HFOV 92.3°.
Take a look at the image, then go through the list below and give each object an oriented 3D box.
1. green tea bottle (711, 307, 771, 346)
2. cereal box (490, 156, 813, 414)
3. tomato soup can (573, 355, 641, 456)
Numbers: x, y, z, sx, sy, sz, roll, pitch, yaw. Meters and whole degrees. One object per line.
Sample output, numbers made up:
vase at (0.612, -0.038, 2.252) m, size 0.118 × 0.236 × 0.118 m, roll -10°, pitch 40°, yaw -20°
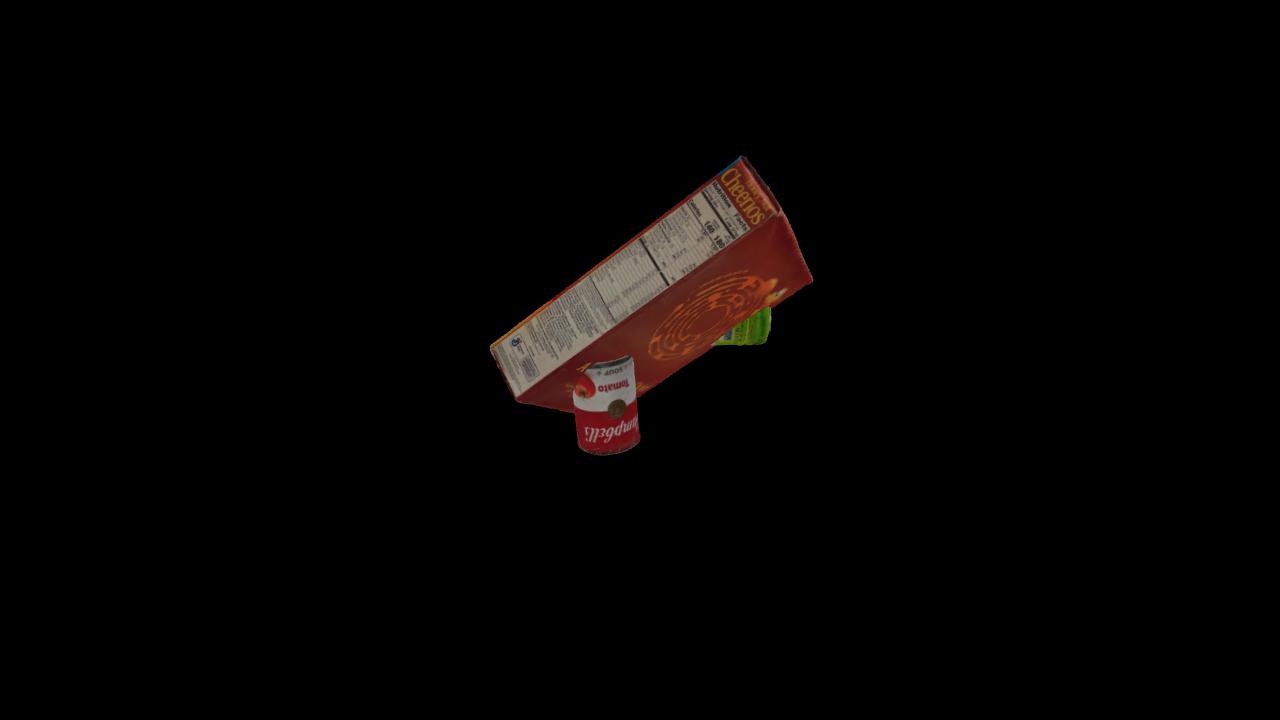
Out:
green tea bottle at (0.042, -0.048, 0.714) m, size 0.212 × 0.073 × 0.073 m, roll -3°, pitch 0°, yaw -5°
cereal box at (0.024, -0.053, 0.650) m, size 0.306 × 0.081 × 0.203 m, roll -35°, pitch -21°, yaw 14°
tomato soup can at (-0.036, 0.038, 0.635) m, size 0.068 × 0.101 × 0.068 m, roll -4°, pitch 20°, yaw 1°
